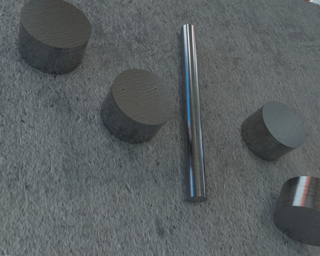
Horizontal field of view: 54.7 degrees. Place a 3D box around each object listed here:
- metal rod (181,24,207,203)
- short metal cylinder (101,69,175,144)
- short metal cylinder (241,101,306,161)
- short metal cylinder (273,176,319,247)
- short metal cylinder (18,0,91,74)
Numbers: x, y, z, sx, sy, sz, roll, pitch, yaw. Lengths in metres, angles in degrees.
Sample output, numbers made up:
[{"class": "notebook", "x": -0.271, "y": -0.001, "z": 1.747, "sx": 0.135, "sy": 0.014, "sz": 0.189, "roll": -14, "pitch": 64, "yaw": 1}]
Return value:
[{"class": "metal rod", "x": 0.046, "y": -0.041, "z": 0.453, "sx": 0.025, "sy": 0.025, "sz": 0.299, "roll": 14, "pitch": 56, "yaw": -21}, {"class": "short metal cylinder", "x": -0.028, "y": -0.027, "z": 0.389, "sx": 0.081, "sy": 0.050, "sz": 0.080, "roll": 14, "pitch": 56, "yaw": -21}, {"class": "short metal cylinder", "x": 0.174, "y": 0.005, "z": 0.478, "sx": 0.081, "sy": 0.050, "sz": 0.080, "roll": 14, "pitch": 56, "yaw": -21}, {"class": "short metal cylinder", "x": 0.197, "y": 0.110, "z": 0.407, "sx": 0.080, "sy": 0.080, "sz": 0.050, "roll": 38, "pitch": 51, "yaw": -3}, {"class": "short metal cylinder", "x": -0.132, "y": -0.114, "z": 0.386, "sx": 0.081, "sy": 0.050, "sz": 0.080, "roll": 14, "pitch": 56, "yaw": -21}]
